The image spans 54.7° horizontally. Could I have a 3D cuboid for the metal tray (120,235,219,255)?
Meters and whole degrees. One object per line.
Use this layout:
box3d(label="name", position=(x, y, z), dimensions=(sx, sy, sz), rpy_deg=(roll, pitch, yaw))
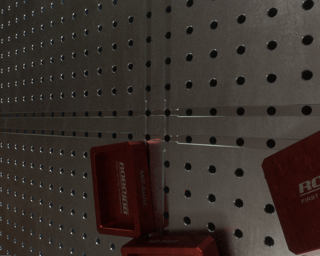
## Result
box3d(label="metal tray", position=(0.016, 0.182, 0.380), dimensions=(0.130, 0.030, 0.090), rpy_deg=(-17, 89, 38))

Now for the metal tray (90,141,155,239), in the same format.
box3d(label="metal tray", position=(-0.057, 0.087, 0.450), dimensions=(0.090, 0.030, 0.129), rpy_deg=(-10, 83, 39))

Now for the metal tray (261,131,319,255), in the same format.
box3d(label="metal tray", position=(0.156, 0.042, 0.251), dimensions=(0.129, 0.030, 0.090), rpy_deg=(-38, 47, 38))
